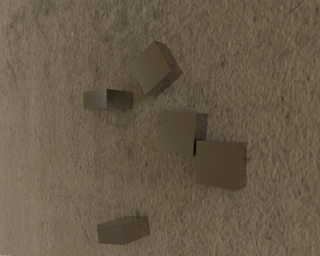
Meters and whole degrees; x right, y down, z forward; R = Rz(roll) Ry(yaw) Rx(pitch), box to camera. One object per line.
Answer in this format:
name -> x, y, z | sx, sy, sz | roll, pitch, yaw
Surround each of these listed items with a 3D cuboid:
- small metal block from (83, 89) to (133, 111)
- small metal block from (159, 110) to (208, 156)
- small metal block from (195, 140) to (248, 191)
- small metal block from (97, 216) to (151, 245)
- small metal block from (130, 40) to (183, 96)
small metal block -> -0.074, -0.040, 0.448 | 0.050, 0.050, 0.025 | -1, 89, 39
small metal block -> 0.028, 0.005, 0.380 | 0.050, 0.025, 0.050 | 7, 95, 39
small metal block -> 0.068, 0.040, 0.347 | 0.050, 0.025, 0.050 | 2, 91, 39
small metal block -> -0.050, 0.140, 0.428 | 0.050, 0.050, 0.025 | -14, 81, 39
small metal block -> -0.005, -0.077, 0.407 | 0.050, 0.025, 0.050 | -40, 66, 32
